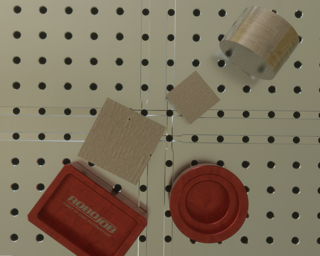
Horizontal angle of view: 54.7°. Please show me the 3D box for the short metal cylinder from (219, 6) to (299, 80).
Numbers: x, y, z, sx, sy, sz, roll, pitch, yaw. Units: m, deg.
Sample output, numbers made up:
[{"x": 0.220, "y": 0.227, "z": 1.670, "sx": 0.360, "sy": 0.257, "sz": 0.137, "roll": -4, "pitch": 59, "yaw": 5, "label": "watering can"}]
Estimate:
[{"x": 0.122, "y": -0.104, "z": 0.387, "sx": 0.080, "sy": 0.080, "sz": 0.050, "roll": 36, "pitch": 90, "yaw": 0, "label": "short metal cylinder"}]

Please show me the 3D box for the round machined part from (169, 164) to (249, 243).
[{"x": 0.061, "y": 0.095, "z": 0.405, "sx": 0.099, "sy": 0.042, "sz": 0.097, "roll": 0, "pitch": 90, "yaw": 0, "label": "round machined part"}]

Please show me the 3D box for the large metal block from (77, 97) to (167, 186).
[{"x": -0.046, "y": 0.016, "z": 0.400, "sx": 0.080, "sy": 0.050, "sz": 0.080, "roll": 27, "pitch": 90, "yaw": 0, "label": "large metal block"}]

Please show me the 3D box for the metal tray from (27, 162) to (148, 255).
[{"x": -0.093, "y": 0.117, "z": 0.410, "sx": 0.130, "sy": 0.030, "sz": 0.090, "roll": 36, "pitch": 90, "yaw": 0, "label": "metal tray"}]

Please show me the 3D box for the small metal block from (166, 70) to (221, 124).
[{"x": 0.043, "y": -0.040, "z": 0.413, "sx": 0.050, "sy": 0.025, "sz": 0.050, "roll": -39, "pitch": 90, "yaw": 0, "label": "small metal block"}]
